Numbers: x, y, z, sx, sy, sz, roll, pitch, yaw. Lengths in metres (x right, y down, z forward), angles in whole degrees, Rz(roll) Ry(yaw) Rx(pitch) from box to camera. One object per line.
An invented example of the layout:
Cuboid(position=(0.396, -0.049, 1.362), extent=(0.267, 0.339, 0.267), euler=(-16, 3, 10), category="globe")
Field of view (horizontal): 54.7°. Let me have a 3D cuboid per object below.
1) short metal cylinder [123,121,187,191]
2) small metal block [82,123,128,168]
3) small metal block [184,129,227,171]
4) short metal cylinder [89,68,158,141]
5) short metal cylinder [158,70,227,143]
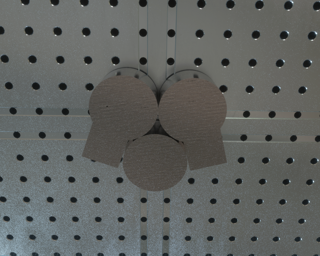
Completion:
Cuboid(position=(-0.006, 0.036, 0.409), extent=(0.081, 0.050, 0.079), euler=(0, 110, 0), category="short metal cylinder")
Cuboid(position=(-0.071, 0.020, 0.416), extent=(0.050, 0.025, 0.050), euler=(20, 109, -7), category="small metal block")
Cuboid(position=(0.059, 0.025, 0.420), extent=(0.050, 0.025, 0.050), euler=(-13, 110, 4), category="small metal block")
Cuboid(position=(-0.043, -0.031, 0.384), extent=(0.081, 0.050, 0.079), euler=(0, 110, 0), category="short metal cylinder")
Cuboid(position=(0.038, -0.028, 0.386), extent=(0.081, 0.050, 0.079), euler=(0, 110, 0), category="short metal cylinder")
